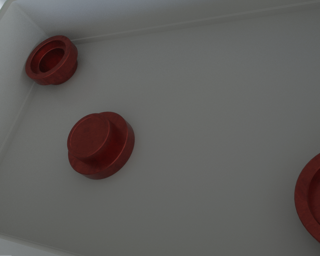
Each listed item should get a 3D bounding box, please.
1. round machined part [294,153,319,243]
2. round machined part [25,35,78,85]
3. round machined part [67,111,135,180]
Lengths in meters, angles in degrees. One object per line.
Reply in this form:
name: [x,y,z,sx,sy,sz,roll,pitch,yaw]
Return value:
round machined part: [0.169,0.063,0.258,0.098,0.042,0.098,-24,45,27]
round machined part: [-0.191,-0.118,0.566,0.098,0.042,0.098,-11,59,19]
round machined part: [-0.088,0.018,0.430,0.098,0.042,0.098,-13,56,21]
